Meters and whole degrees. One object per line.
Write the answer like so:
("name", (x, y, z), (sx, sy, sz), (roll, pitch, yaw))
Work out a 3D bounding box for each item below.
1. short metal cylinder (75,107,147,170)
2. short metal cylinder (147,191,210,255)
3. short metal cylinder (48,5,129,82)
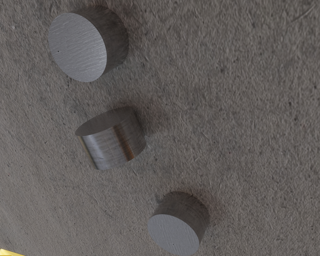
("short metal cylinder", (-0.064, 0.012, 0.413), (0.080, 0.080, 0.050), (-8, 114, 32))
("short metal cylinder", (0.028, 0.143, 0.464), (0.080, 0.050, 0.079), (13, 124, 21))
("short metal cylinder", (-0.085, -0.102, 0.372), (0.080, 0.050, 0.079), (13, 124, 21))
